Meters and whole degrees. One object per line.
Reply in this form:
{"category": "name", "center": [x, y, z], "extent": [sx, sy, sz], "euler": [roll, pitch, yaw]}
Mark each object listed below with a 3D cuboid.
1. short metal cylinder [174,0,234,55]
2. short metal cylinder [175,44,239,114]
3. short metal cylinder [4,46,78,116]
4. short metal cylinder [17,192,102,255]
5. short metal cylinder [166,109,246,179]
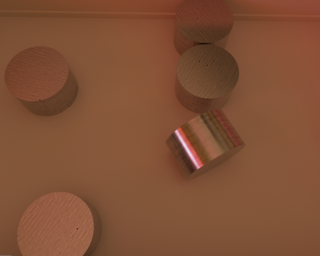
{"category": "short metal cylinder", "center": [0.061, -0.142, 0.449], "extent": [0.081, 0.050, 0.080], "euler": [0, 70, 0]}
{"category": "short metal cylinder", "center": [0.061, -0.066, 0.421], "extent": [0.081, 0.050, 0.080], "euler": [0, 70, 0]}
{"category": "short metal cylinder", "center": [-0.157, -0.062, 0.417], "extent": [0.081, 0.050, 0.080], "euler": [0, 70, 0]}
{"category": "short metal cylinder", "center": [-0.111, 0.116, 0.352], "extent": [0.081, 0.050, 0.080], "euler": [0, 70, 0]}
{"category": "short metal cylinder", "center": [0.054, 0.020, 0.374], "extent": [0.080, 0.080, 0.050], "euler": [-27, 73, -10]}
